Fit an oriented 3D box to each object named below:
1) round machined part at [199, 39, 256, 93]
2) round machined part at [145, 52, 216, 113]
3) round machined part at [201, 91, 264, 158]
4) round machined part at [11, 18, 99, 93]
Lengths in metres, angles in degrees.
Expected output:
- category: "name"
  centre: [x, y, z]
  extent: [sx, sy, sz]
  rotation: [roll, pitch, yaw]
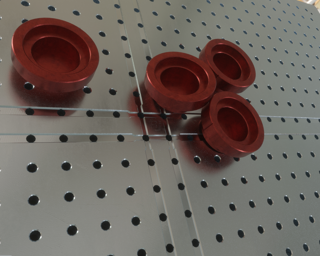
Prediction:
- category: "round machined part"
  centre: [0.106, -0.097, 0.516]
  extent: [0.099, 0.042, 0.098]
  rotation: [14, 56, -21]
- category: "round machined part"
  centre: [0.026, -0.060, 0.440]
  extent: [0.099, 0.042, 0.098]
  rotation: [7, 52, -9]
- category: "round machined part"
  centre: [0.100, -0.002, 0.452]
  extent: [0.099, 0.042, 0.098]
  rotation: [15, 56, -24]
- category: "round machined part"
  centre: [-0.129, -0.084, 0.380]
  extent: [0.099, 0.042, 0.098]
  rotation: [14, 56, -21]
